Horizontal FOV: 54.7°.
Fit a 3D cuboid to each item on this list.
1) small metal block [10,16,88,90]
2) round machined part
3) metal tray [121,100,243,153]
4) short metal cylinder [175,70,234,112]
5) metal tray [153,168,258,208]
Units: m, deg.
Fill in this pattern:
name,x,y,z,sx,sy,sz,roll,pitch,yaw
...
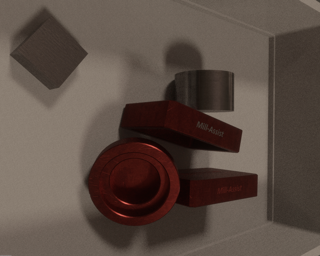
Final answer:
name,x,y,z,sx,sy,sz,roll,pitch,yaw
small metal block,-0.111,-0.075,0.314,0.050,0.025,0.050,47,62,-30
round machined part,-0.028,0.057,0.353,0.099,0.042,0.097,0,104,-1
metal tray,0.029,0.001,0.390,0.131,0.090,0.030,19,78,-39
short metal cylinder,0.060,-0.048,0.424,0.081,0.080,0.050,0,90,-40
metal tray,0.057,0.075,0.414,0.131,0.090,0.030,3,88,-40
